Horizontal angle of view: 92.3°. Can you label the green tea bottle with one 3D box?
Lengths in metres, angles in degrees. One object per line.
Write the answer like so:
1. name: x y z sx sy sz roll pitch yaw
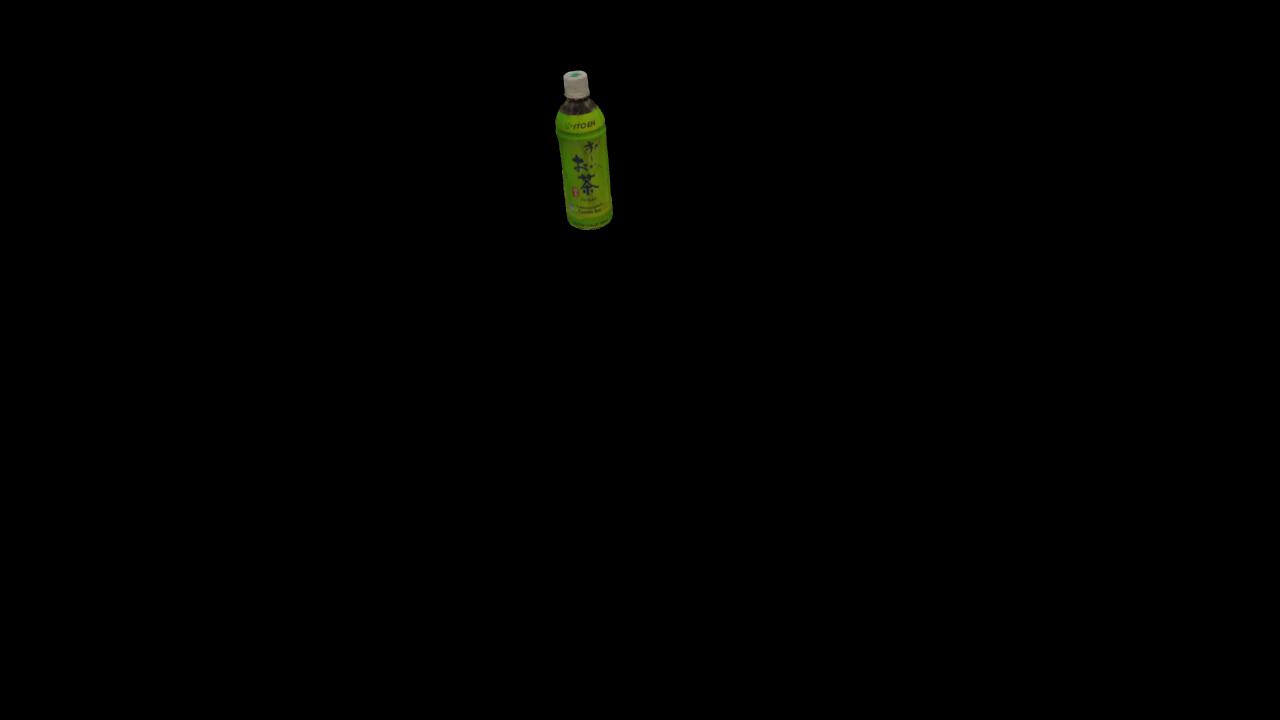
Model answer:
1. green tea bottle: -0.078 -0.286 0.851 0.073 0.212 0.073 -1 43 1
